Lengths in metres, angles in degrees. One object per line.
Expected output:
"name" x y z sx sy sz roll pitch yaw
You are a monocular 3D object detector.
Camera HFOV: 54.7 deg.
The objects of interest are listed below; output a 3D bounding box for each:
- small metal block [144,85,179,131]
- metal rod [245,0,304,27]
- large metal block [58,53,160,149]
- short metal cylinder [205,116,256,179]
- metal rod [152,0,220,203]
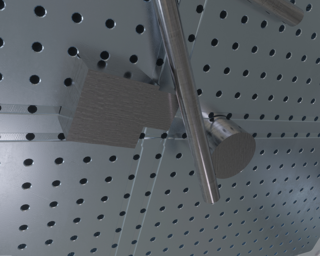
"small metal block" -0.006 -0.027 0.391 0.050 0.025 0.050 10 113 -33
"metal rod" 0.059 -0.174 0.335 0.302 0.025 0.025 11 113 -33
"large metal block" -0.059 -0.028 0.346 0.081 0.050 0.079 10 114 -33
"short metal cylinder" 0.095 0.029 0.465 0.081 0.050 0.079 -14 124 -21
"metal rod" 0.036 -0.029 0.379 0.025 0.025 0.298 -24 117 -14
